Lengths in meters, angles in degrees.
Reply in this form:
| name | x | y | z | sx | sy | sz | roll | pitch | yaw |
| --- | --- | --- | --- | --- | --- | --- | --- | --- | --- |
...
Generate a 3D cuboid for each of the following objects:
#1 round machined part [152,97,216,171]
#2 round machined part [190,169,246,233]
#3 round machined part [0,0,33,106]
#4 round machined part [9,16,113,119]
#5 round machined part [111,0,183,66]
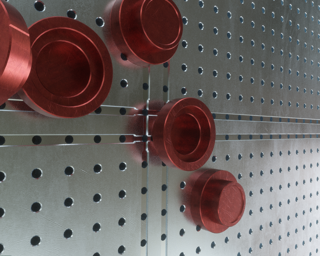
| name | x | y | z | sx | sy | sz | roll | pitch | yaw |
| --- | --- | --- | --- | --- | --- | --- | --- | --- | --- |
| round machined part | 0.029 | 0.008 | 0.424 | 0.099 | 0.042 | 0.097 | 0 | 90 | -40 |
| round machined part | 0.096 | 0.115 | 0.482 | 0.099 | 0.042 | 0.097 | 0 | 90 | -40 |
| round machined part | -0.146 | -0.058 | 0.251 | 0.042 | 0.098 | 0.097 | 20 | 74 | -73 |
| round machined part | -0.101 | -0.058 | 0.315 | 0.099 | 0.042 | 0.097 | 0 | 90 | -40 |
| round machined part | -0.009 | -0.130 | 0.392 | 0.099 | 0.042 | 0.097 | 0 | 90 | -40 |
